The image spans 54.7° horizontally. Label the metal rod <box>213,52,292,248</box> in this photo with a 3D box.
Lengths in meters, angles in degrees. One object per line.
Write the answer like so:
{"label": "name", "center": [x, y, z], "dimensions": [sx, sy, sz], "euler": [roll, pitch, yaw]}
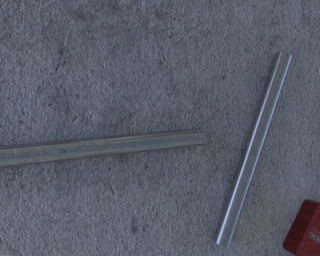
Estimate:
{"label": "metal rod", "center": [0.139, 0.026, 0.460], "dimensions": [0.025, 0.025, 0.299], "euler": [23, 82, -19]}

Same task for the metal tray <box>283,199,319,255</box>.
{"label": "metal tray", "center": [0.273, 0.188, 0.507], "dimensions": [0.130, 0.030, 0.090], "euler": [35, 79, -17]}

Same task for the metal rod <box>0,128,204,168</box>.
{"label": "metal rod", "center": [-0.086, 0.024, 0.377], "dimensions": [0.303, 0.025, 0.025], "euler": [-5, 92, -20]}
